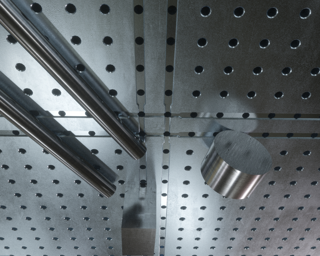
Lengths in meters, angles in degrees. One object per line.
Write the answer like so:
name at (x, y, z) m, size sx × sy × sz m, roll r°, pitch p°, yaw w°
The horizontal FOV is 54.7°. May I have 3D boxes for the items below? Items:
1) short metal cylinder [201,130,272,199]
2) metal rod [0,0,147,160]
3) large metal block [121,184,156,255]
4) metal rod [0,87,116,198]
short metal cylinder at (0.102, 0.048, 0.418) m, size 0.081 × 0.080 × 0.050 m, roll 12°, pitch 129°, yaw -10°
metal rod at (-0.109, -0.061, 0.358) m, size 0.025 × 0.025 × 0.300 m, roll -26°, pitch 126°, yaw 20°
large metal block at (-0.033, 0.149, 0.502) m, size 0.050 × 0.080 × 0.079 m, roll 2°, pitch 130°, yaw -3°
metal rod at (-0.162, 0.006, 0.414) m, size 0.025 × 0.025 × 0.300 m, roll -27°, pitch 126°, yaw 20°
